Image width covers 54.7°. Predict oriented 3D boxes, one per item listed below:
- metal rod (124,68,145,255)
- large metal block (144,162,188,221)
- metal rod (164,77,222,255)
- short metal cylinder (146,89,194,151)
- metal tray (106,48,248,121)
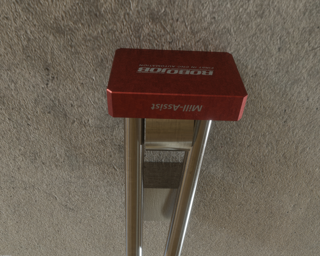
[{"bbox_3d":[-0.034,0.070,0.408,0.025,0.025,0.298,1,115,-2],"label":"metal rod"},{"bbox_3d":[0.001,0.098,0.473,0.081,0.050,0.079,1,130,-2],"label":"large metal block"},{"bbox_3d":[0.037,0.073,0.410,0.025,0.025,0.298,6,115,-6],"label":"metal rod"},{"bbox_3d":[0.009,-0.013,0.363,0.050,0.080,0.079,1,130,-2],"label":"short metal cylinder"},{"bbox_3d":[0.016,-0.048,0.325,0.131,0.090,0.030,2,130,-2],"label":"metal tray"}]
